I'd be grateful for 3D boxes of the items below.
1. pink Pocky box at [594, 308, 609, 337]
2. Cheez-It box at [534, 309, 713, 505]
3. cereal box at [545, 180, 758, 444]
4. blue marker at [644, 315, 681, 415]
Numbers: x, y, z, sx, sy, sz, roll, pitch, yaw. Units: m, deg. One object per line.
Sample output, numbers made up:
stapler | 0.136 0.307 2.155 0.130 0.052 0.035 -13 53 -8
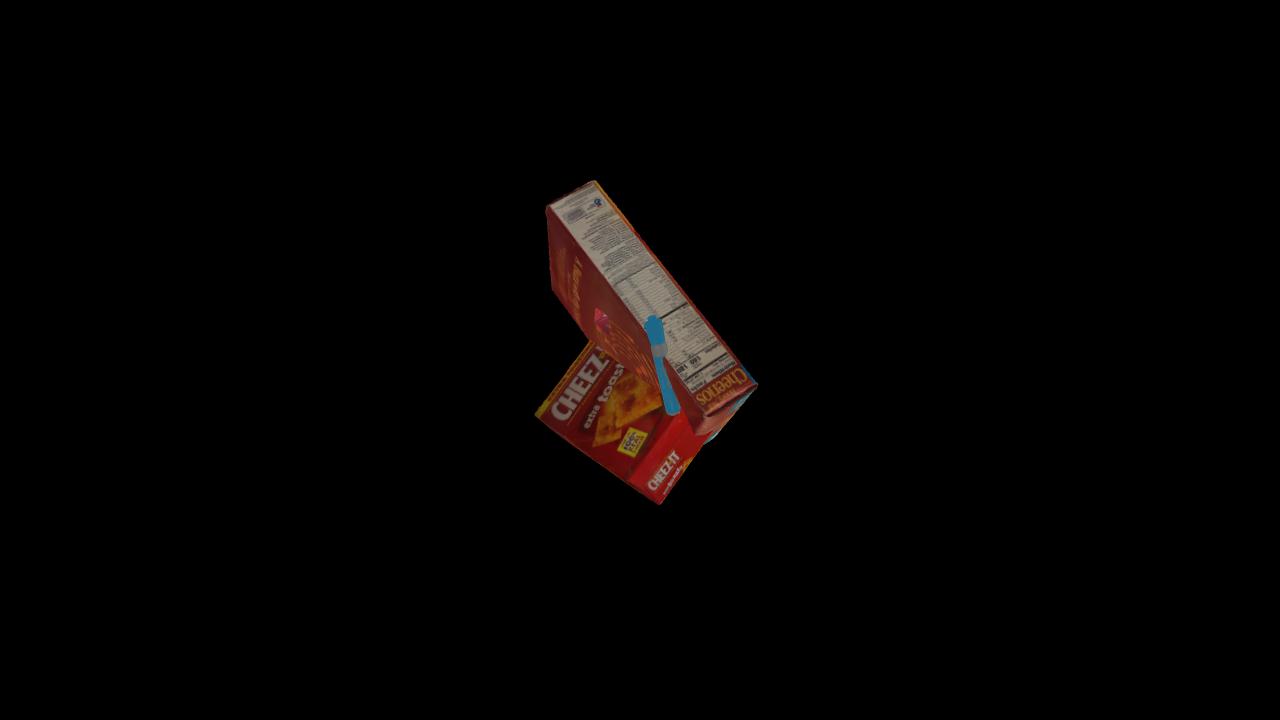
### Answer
pink Pocky box | -0.003 -0.041 0.768 0.029 0.084 0.155 -16 -39 25
Cheez-It box | -0.011 0.051 0.747 0.223 0.166 0.071 24 -17 51
cereal box | -0.001 -0.036 0.746 0.081 0.306 0.203 -33 -16 -17
blue marker | 0.026 0.011 0.640 0.020 0.121 0.020 -13 19 5
